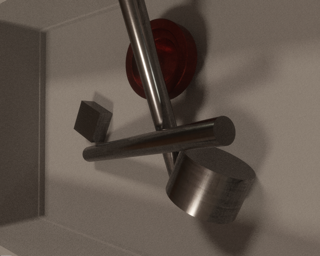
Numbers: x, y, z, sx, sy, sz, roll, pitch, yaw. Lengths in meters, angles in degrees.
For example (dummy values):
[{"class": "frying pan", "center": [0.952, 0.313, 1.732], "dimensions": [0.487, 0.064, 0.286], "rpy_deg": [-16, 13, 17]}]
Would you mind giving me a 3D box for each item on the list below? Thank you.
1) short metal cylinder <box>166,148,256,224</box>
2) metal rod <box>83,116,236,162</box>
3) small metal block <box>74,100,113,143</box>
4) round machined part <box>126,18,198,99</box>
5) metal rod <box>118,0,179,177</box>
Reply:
[{"class": "short metal cylinder", "center": [0.052, 0.055, 0.327], "dimensions": [0.080, 0.081, 0.050], "rpy_deg": [31, 109, 35]}, {"class": "metal rod", "center": [-0.030, 0.022, 0.375], "dimensions": [0.299, 0.025, 0.025], "rpy_deg": [-14, 81, 55]}, {"class": "small metal block", "center": [-0.107, -0.011, 0.492], "dimensions": [0.050, 0.025, 0.050], "rpy_deg": [31, 109, 35]}, {"class": "round machined part", "center": [0.006, -0.083, 0.389], "dimensions": [0.098, 0.042, 0.097], "rpy_deg": [0, 90, 39]}, {"class": "metal rod", "center": [-0.011, -0.064, 0.332], "dimensions": [0.025, 0.025, 0.298], "rpy_deg": [3, 118, 40]}]
